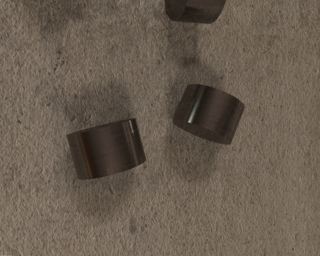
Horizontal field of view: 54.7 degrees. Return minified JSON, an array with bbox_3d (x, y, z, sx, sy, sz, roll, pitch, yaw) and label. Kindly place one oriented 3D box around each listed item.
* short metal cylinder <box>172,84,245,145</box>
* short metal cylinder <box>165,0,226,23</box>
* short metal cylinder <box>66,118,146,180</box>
[{"bbox_3d":[0.063,-0.017,0.404,0.080,0.080,0.050,25,82,-19],"label":"short metal cylinder"},{"bbox_3d":[0.044,-0.177,0.397,0.050,0.080,0.079,-3,91,-20],"label":"short metal cylinder"},{"bbox_3d":[-0.061,0.022,0.358,0.081,0.080,0.050,-15,96,-20],"label":"short metal cylinder"}]
